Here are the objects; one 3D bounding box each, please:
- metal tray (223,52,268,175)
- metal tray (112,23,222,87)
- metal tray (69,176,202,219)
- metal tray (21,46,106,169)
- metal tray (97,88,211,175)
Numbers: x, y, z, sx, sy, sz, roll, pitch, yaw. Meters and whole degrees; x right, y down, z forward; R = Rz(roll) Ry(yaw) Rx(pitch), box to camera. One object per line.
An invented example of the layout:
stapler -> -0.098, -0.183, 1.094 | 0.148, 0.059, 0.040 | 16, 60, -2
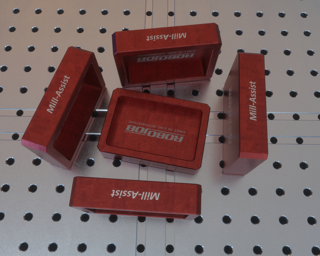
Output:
metal tray -> 0.102, -0.015, 0.383 | 0.030, 0.090, 0.130 | 4, 70, 1
metal tray -> 0.008, -0.093, 0.411 | 0.131, 0.090, 0.030 | -6, 70, -2
metal tray -> -0.024, 0.081, 0.348 | 0.131, 0.090, 0.030 | 3, 70, 1
metal tray -> -0.112, -0.022, 0.385 | 0.030, 0.090, 0.130 | 17, 71, 6
metal tray -> -0.006, 0.003, 0.407 | 0.131, 0.030, 0.090 | 11, 70, 3
